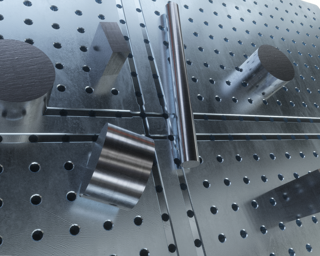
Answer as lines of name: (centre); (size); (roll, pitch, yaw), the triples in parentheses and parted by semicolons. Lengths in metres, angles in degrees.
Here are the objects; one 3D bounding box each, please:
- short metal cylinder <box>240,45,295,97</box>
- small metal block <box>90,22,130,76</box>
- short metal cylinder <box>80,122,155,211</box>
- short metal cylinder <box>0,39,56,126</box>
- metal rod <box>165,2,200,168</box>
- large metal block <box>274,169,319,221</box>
short metal cylinder: (0.192, -0.103, 0.558); (0.081, 0.050, 0.080); (14, 56, -21)
small metal block: (-0.069, -0.107, 0.420); (0.025, 0.050, 0.050); (-12, 68, -33)
short metal cylinder: (-0.045, 0.040, 0.324); (0.050, 0.080, 0.080); (21, 54, -16)
short metal cylinder: (-0.159, -0.048, 0.336); (0.081, 0.050, 0.080); (14, 56, -21)
metal rod: (0.030, -0.083, 0.474); (0.025, 0.025, 0.299); (10, 57, -23)
large metal block: (0.229, 0.089, 0.442); (0.081, 0.080, 0.050); (-8, 66, -32)
